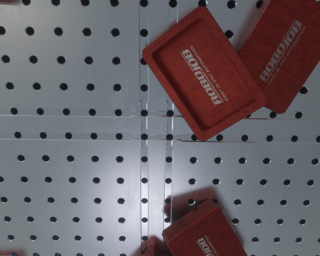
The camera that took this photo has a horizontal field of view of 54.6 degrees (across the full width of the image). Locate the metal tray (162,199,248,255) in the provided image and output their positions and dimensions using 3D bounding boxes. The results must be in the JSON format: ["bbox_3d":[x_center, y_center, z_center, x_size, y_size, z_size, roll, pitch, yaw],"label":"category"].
[{"bbox_3d":[0.073,0.184,0.465,0.090,0.030,0.130,-33,108,-8],"label":"metal tray"}]

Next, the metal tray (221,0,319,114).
[{"bbox_3d":[0.143,-0.093,0.378,0.090,0.030,0.129,25,108,-9],"label":"metal tray"}]

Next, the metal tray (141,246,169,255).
[{"bbox_3d":[-0.020,0.263,0.507,0.090,0.030,0.130,38,106,-13],"label":"metal tray"}]

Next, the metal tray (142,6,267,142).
[{"bbox_3d":[0.051,-0.061,0.363,0.090,0.030,0.130,-34,91,20],"label":"metal tray"}]

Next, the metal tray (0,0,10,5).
[{"bbox_3d":[-0.221,-0.204,0.333,0.131,0.030,0.090,23,108,-9],"label":"metal tray"}]
